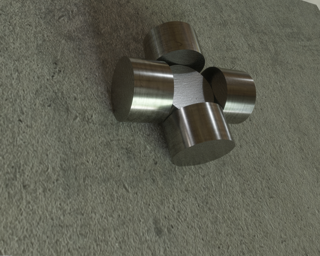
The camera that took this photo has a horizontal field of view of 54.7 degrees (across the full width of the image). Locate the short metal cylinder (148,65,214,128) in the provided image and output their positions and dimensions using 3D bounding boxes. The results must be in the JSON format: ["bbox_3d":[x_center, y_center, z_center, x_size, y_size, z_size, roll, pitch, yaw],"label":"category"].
[{"bbox_3d":[0.027,-0.040,0.430,0.081,0.050,0.080,14,56,-21],"label":"short metal cylinder"}]

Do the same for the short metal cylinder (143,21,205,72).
[{"bbox_3d":[0.019,-0.106,0.445,0.081,0.080,0.050,2,62,-28],"label":"short metal cylinder"}]

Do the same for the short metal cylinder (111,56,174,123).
[{"bbox_3d":[-0.024,-0.046,0.387,0.050,0.080,0.080,2,61,-28],"label":"short metal cylinder"}]

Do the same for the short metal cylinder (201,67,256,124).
[{"bbox_3d":[0.092,-0.046,0.450,0.050,0.080,0.080,2,61,-28],"label":"short metal cylinder"}]

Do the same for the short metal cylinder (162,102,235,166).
[{"bbox_3d":[0.048,0.010,0.391,0.081,0.080,0.050,0,61,-29],"label":"short metal cylinder"}]
